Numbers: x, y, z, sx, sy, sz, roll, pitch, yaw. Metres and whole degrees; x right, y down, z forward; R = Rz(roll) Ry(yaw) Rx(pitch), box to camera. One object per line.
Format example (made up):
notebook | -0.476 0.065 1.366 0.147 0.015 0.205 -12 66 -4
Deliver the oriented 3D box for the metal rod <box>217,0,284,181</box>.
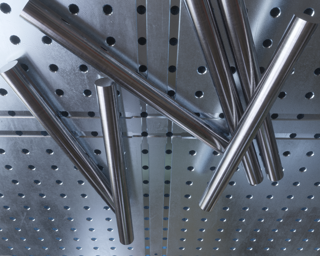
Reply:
metal rod | 0.119 -0.034 0.383 0.025 0.025 0.299 -17 128 14

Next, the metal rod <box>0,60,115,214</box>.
metal rod | -0.118 0.037 0.441 0.025 0.025 0.299 -17 129 13

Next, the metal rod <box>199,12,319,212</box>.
metal rod | 0.105 0.008 0.384 0.025 0.025 0.298 10 130 -8

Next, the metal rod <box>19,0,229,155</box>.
metal rod | -0.019 -0.046 0.372 0.301 0.025 0.025 33 123 -25

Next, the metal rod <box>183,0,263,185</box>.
metal rod | 0.089 -0.028 0.388 0.025 0.025 0.299 -18 128 14

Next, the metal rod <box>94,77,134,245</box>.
metal rod | -0.061 0.068 0.450 0.025 0.025 0.298 -1 125 1
